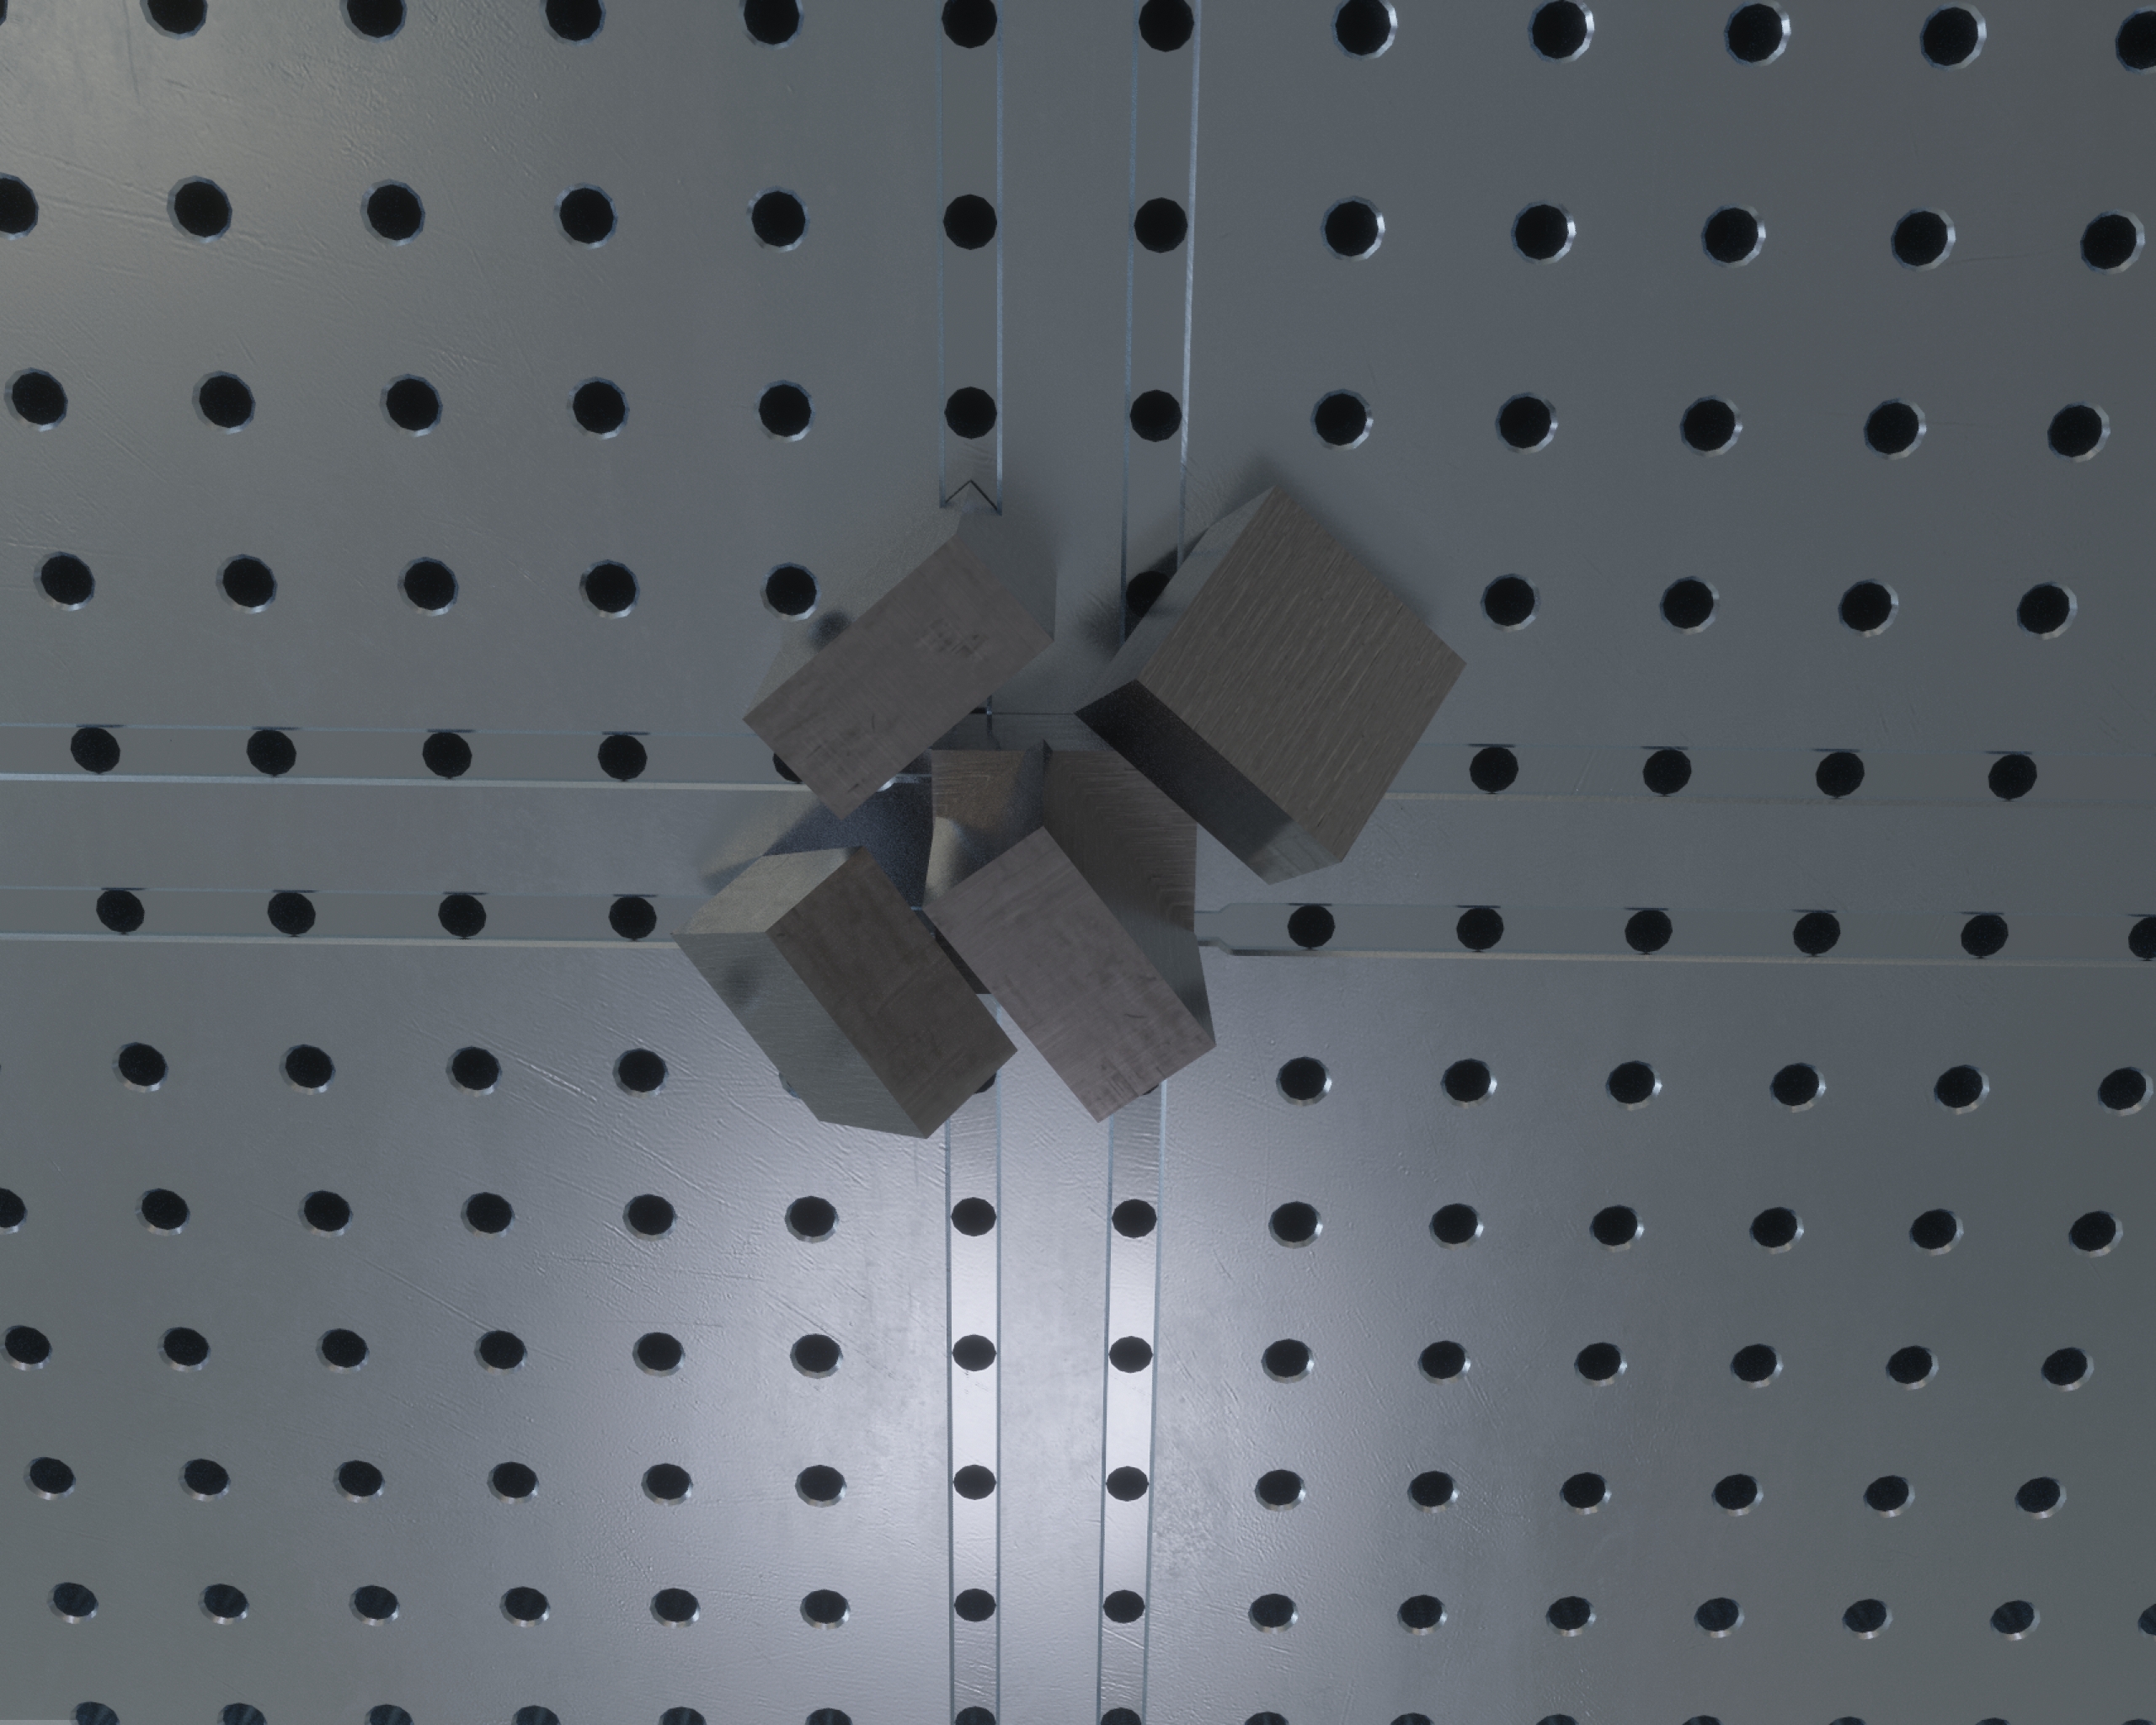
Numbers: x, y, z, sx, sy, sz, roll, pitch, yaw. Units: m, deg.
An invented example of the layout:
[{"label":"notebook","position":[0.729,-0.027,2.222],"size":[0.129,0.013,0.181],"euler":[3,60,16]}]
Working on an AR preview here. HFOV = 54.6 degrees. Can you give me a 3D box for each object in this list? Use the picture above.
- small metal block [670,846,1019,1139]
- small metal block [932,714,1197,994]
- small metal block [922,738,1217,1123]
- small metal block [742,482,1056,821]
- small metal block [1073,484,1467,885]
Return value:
[{"label":"small metal block","position":[-0.046,0.025,0.406],"size":[0.025,0.050,0.050],"euler":[-43,109,-25]},{"label":"small metal block","position":[-0.003,-0.002,0.412],"size":[0.050,0.025,0.050],"euler":[0,110,-2]},{"label":"small metal block","position":[-0.001,0.011,0.377],"size":[0.025,0.050,0.050],"euler":[-35,107,11]},{"label":"small metal block","position":[-0.031,-0.040,0.385],"size":[0.050,0.050,0.025],"euler":[-39,106,13]},{"label":"small metal block","position":[0.036,-0.032,0.387],"size":[0.050,0.025,0.050],"euler":[41,65,-13]}]
